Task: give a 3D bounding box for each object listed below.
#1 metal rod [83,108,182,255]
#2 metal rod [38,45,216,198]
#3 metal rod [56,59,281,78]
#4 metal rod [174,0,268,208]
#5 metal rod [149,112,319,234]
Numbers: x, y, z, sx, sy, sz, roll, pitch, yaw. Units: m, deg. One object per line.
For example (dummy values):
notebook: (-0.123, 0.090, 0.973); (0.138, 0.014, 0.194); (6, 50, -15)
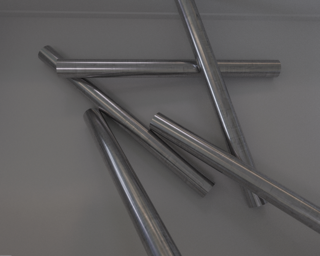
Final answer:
metal rod: (-0.027, 0.066, 0.310); (0.025, 0.025, 0.300); (-28, 43, -10)
metal rod: (-0.052, -0.016, 0.414); (0.300, 0.025, 0.025); (39, 75, 13)
metal rod: (0.016, -0.082, 0.424); (0.302, 0.025, 0.025); (-1, 70, -6)
metal rod: (0.074, -0.047, 0.398); (0.025, 0.025, 0.299); (-17, 82, -6)
metal rod: (0.115, 0.065, 0.352); (0.300, 0.025, 0.025); (31, 73, 18)
